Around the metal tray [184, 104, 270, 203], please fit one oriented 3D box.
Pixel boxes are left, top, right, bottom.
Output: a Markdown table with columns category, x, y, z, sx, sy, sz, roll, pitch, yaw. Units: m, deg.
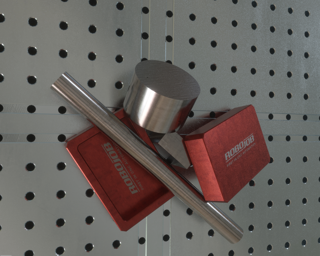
| category | x | y | z | sx | sy | sz | roll | pitch | yaw |
| --- | --- | --- | --- | --- | --- | --- | --- | --- | --- |
| metal tray | 0.096 | 0.030 | 0.414 | 0.131 | 0.030 | 0.090 | -27 | 100 | -43 |

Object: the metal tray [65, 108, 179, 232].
| category | x | y | z | sx | sy | sz | roll | pitch | yaw |
| --- | --- | --- | --- | --- | --- | --- | --- | --- | --- |
| metal tray | -0.046 | 0.050 | 0.389 | 0.090 | 0.030 | 0.130 | -33 | 101 | -17 |

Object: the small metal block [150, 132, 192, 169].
| category | x | y | z | sx | sy | sz | roll | pitch | yaw |
| --- | --- | --- | --- | --- | --- | --- | --- | --- | --- |
| small metal block | 0.015 | 0.025 | 0.400 | 0.050 | 0.050 | 0.025 | 42 | 77 | -15 |

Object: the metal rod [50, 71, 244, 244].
| category | x | y | z | sx | sy | sz | roll | pitch | yaw |
| --- | --- | --- | --- | --- | --- | --- | --- | --- | --- |
| metal rod | -0.004 | 0.046 | 0.375 | 0.300 | 0.025 | 0.025 | 43 | 77 | -16 |

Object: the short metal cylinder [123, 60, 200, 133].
| category | x | y | z | sx | sy | sz | roll | pitch | yaw |
| --- | --- | --- | --- | --- | --- | --- | --- | --- | --- |
| short metal cylinder | 0.002 | -0.039 | 0.374 | 0.081 | 0.080 | 0.050 | 9 | 129 | -20 |
